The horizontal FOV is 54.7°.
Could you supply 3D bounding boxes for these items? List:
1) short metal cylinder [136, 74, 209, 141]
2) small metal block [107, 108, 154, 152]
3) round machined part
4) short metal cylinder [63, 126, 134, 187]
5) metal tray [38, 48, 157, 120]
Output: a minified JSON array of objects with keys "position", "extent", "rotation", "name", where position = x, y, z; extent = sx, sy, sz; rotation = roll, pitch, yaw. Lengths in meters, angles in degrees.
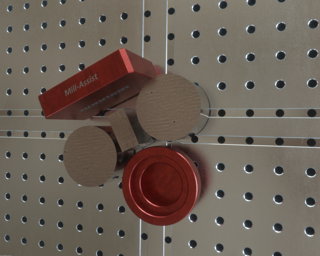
[{"position":[0.017,-0.024,0.389],"extent":[0.080,0.050,0.079],"rotation":[0,90,20],"name":"short metal cylinder"},{"position":[-0.038,0.002,0.408],"extent":[0.025,0.050,0.050],"rotation":[-27,81,18],"name":"small metal block"},{"position":[0.005,0.071,0.397],"extent":[0.098,0.042,0.097],"rotation":[0,90,19],"name":"round machined part"},{"position":[-0.083,0.037,0.424],"extent":[0.080,0.050,0.079],"rotation":[0,90,20],"name":"short metal cylinder"},{"position":[-0.076,-0.050,0.400],"extent":[0.130,0.090,0.030],"rotation":[-25,82,19],"name":"metal tray"}]
